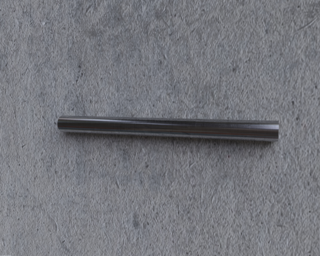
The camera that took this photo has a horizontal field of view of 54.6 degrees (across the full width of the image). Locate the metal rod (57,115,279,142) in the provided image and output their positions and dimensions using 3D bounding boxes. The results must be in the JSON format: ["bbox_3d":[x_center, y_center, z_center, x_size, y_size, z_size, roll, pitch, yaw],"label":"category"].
[{"bbox_3d":[-0.003,-0.001,0.412,0.301,0.025,0.025,2,91,20],"label":"metal rod"}]
